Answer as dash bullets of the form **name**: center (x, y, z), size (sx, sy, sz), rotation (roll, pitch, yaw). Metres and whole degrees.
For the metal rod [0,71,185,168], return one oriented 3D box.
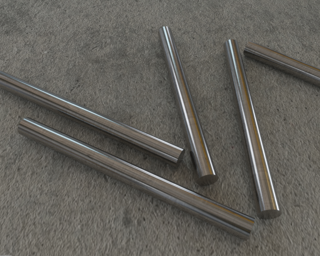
- **metal rod**: center (-0.108, -0.019, 0.417), size (0.301, 0.025, 0.025), rotation (23, 54, 18)

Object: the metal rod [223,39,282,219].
- **metal rod**: center (0.117, -0.023, 0.423), size (0.025, 0.025, 0.300), rotation (1, 50, 0)

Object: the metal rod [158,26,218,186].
- **metal rod**: center (0.031, -0.054, 0.448), size (0.025, 0.025, 0.300), rotation (-7, 50, -6)

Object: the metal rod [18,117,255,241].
- **metal rod**: center (-0.041, 0.051, 0.359), size (0.301, 0.025, 0.025), rotation (22, 53, 17)

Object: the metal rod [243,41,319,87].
- **metal rod**: center (0.264, -0.062, 0.456), size (0.300, 0.025, 0.025), rotation (31, 57, 23)
